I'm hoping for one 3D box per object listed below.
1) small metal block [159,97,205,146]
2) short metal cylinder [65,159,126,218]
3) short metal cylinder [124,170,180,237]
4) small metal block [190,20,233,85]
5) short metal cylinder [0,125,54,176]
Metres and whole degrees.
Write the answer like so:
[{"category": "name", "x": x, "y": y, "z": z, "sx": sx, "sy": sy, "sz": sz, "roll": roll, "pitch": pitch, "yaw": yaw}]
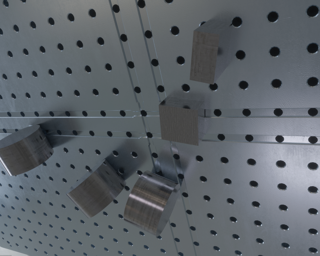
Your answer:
[{"category": "small metal block", "x": 0.028, "y": -0.009, "z": 0.391, "sx": 0.050, "sy": 0.025, "sz": 0.050, "roll": 9, "pitch": 123, "yaw": 23}, {"category": "short metal cylinder", "x": -0.100, "y": 0.094, "z": 0.487, "sx": 0.080, "sy": 0.080, "sz": 0.050, "roll": -35, "pitch": 99, "yaw": 38}, {"category": "short metal cylinder", "x": -0.010, "y": 0.108, "z": 0.448, "sx": 0.050, "sy": 0.080, "sz": 0.079, "roll": 21, "pitch": 126, "yaw": 16}, {"category": "small metal block", "x": 0.053, "y": -0.079, "z": 0.318, "sx": 0.025, "sy": 0.050, "sz": 0.050, "roll": 15, "pitch": 125, "yaw": 20}, {"category": "short metal cylinder", "x": -0.227, "y": 0.036, "z": 0.518, "sx": 0.080, "sy": 0.080, "sz": 0.050, "roll": -8, "pitch": 114, "yaw": 32}]
